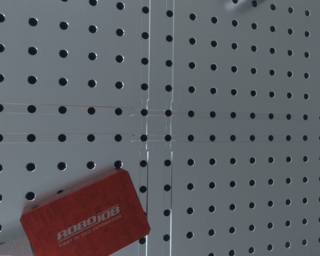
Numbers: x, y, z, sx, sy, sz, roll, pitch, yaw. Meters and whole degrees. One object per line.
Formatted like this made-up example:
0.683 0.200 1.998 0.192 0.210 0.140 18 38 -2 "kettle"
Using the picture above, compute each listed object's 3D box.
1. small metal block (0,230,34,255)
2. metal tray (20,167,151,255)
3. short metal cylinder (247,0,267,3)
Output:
-0.169 0.150 0.351 0.050 0.025 0.050 -15 95 -19 "small metal block"
-0.087 0.114 0.378 0.131 0.030 0.090 -23 98 -19 "metal tray"
0.155 -0.233 0.456 0.081 0.050 0.079 0 90 -20 "short metal cylinder"
